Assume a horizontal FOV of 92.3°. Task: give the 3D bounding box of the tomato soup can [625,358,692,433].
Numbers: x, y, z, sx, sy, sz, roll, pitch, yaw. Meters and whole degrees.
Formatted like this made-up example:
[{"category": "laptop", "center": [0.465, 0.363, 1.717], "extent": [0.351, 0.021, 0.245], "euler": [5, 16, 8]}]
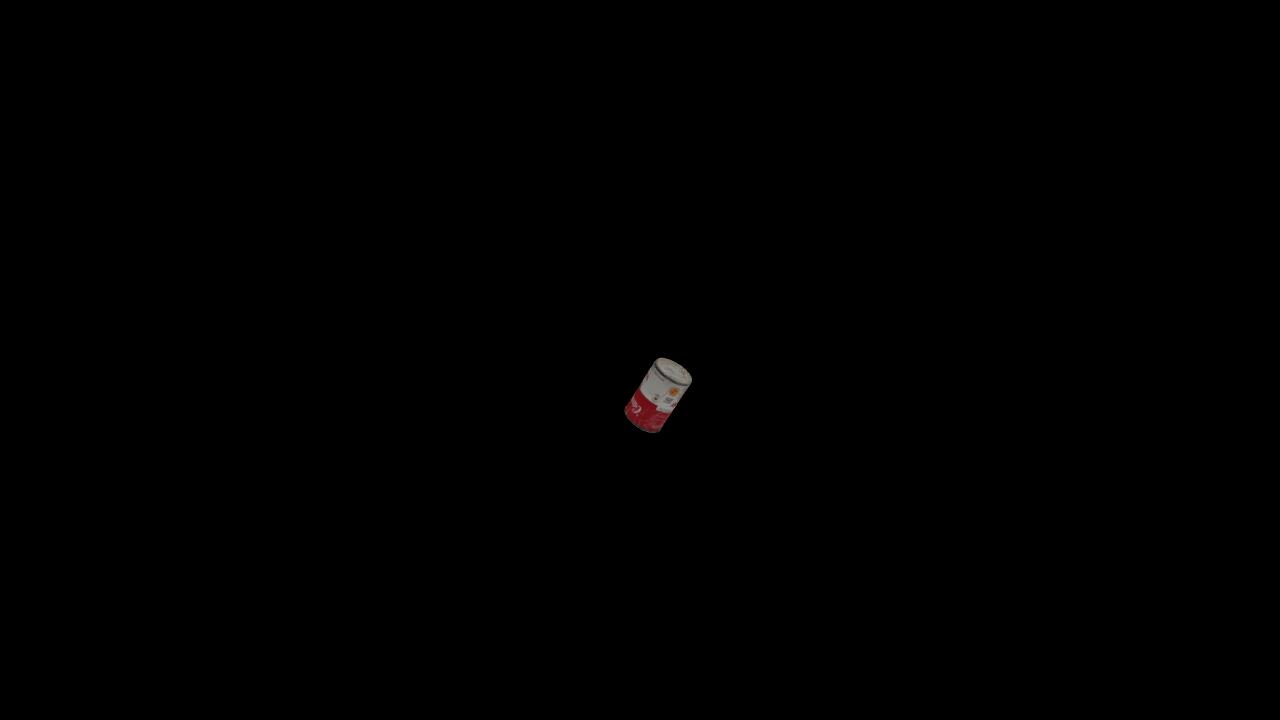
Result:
[{"category": "tomato soup can", "center": [0.029, 0.055, 0.961], "extent": [0.068, 0.101, 0.068], "euler": [26, 24, -13]}]
